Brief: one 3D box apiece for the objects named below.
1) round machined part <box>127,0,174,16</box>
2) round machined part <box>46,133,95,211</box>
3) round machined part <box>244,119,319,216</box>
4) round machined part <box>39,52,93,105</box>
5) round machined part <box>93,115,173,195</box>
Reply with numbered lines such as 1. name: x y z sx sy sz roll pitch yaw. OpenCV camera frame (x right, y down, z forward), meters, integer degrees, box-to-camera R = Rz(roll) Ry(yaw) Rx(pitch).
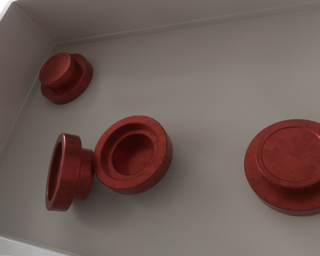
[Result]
1. round machined part: -0.017 -0.254 0.563 0.098 0.042 0.098 -13 56 21
2. round machined part: -0.114 0.058 0.400 0.098 0.042 0.098 -35 48 54
3. round machined part: 0.133 0.033 0.305 0.098 0.042 0.098 -13 56 21
4. round machined part: -0.170 -0.093 0.542 0.098 0.042 0.098 -13 56 21
5. round machined part: -0.030 0.036 0.386 0.098 0.042 0.098 -11 57 18
